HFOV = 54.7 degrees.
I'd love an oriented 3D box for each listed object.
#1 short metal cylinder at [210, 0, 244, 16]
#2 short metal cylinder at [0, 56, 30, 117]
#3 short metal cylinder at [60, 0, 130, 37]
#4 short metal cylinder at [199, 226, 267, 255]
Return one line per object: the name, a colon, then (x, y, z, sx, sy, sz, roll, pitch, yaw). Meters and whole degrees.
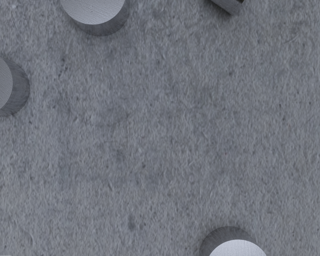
short metal cylinder: (0.095, -0.189, 0.384, 0.050, 0.080, 0.080, 35, 90, -1)
short metal cylinder: (-0.216, -0.054, 0.395, 0.081, 0.050, 0.079, 0, 90, -1)
short metal cylinder: (-0.081, -0.164, 0.396, 0.081, 0.050, 0.079, 0, 90, -1)
short metal cylinder: (0.094, 0.174, 0.399, 0.081, 0.050, 0.079, 0, 90, -1)
